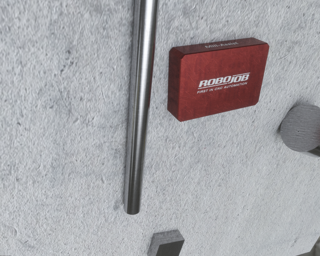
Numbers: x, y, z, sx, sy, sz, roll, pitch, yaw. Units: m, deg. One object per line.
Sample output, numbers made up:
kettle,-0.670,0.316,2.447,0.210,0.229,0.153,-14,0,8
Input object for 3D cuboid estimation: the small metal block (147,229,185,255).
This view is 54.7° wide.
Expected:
small metal block,0.010,0.209,0.544,0.050,0.025,0.050,1,118,-29

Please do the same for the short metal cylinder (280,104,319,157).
short metal cylinder,0.251,0.005,0.515,0.050,0.080,0.080,17,109,-35

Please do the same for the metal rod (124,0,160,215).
metal rod,-0.027,-0.009,0.387,0.025,0.025,0.298,-8,122,-25

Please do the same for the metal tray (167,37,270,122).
metal tray,0.076,-0.065,0.407,0.131,0.030,0.089,-13,124,-22
